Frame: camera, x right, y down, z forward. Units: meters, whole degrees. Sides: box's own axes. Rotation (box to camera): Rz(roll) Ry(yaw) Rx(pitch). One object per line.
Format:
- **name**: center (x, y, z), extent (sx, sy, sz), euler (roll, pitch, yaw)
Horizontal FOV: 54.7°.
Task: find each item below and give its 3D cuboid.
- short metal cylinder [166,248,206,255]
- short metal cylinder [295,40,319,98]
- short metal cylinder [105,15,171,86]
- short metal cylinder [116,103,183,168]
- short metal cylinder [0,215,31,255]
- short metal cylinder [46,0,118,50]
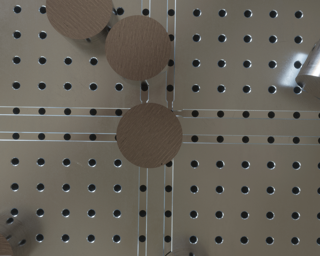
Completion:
- **short metal cylinder**: center (0.036, 0.205, 0.401), extent (0.081, 0.050, 0.079), euler (0, 90, 0)
- **short metal cylinder**: center (0.221, -0.068, 0.387), extent (0.080, 0.080, 0.050), euler (29, 90, 0)
- **short metal cylinder**: center (-0.027, -0.097, 0.400), extent (0.081, 0.050, 0.079), euler (0, 90, 0)
- **short metal cylinder**: center (-0.013, 0.009, 0.401), extent (0.081, 0.050, 0.079), euler (0, 90, 0)
- **short metal cylinder**: center (-0.217, 0.159, 0.399), extent (0.081, 0.050, 0.079), euler (0, 90, 0)
- **short metal cylinder**: center (-0.098, -0.147, 0.400), extent (0.081, 0.050, 0.079), euler (0, 90, 0)
